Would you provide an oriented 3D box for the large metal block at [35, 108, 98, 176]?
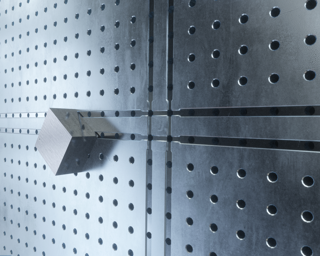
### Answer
[{"bbox_3d":[-0.161,0.022,0.528,0.080,0.050,0.080,44,116,31],"label":"large metal block"}]
